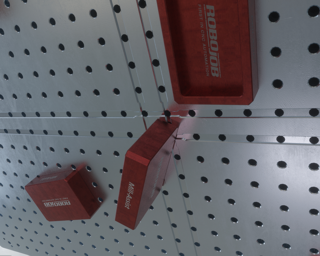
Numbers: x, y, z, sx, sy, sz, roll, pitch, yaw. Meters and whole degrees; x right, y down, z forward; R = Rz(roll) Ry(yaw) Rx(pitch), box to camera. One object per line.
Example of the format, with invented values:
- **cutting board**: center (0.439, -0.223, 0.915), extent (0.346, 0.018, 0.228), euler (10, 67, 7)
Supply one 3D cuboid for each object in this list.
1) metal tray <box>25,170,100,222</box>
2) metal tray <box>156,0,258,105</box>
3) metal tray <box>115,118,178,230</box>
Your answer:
- **metal tray**: center (-0.188, 0.132, 0.589), extent (0.130, 0.030, 0.090), euler (-14, 111, 34)
- **metal tray**: center (0.052, -0.089, 0.325), extent (0.090, 0.030, 0.129), euler (3, 120, 27)
- **metal tray**: center (-0.019, 0.063, 0.418), extent (0.030, 0.090, 0.129), euler (23, 127, 14)
